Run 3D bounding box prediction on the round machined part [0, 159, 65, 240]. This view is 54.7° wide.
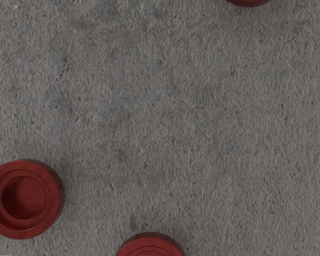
[{"bbox_3d":[-0.172,0.088,0.400,0.099,0.042,0.097,0,90,0],"label":"round machined part"}]

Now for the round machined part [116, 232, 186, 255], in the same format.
[{"bbox_3d":[-0.012,0.183,0.401,0.099,0.042,0.097,0,90,0],"label":"round machined part"}]

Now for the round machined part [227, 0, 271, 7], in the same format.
[{"bbox_3d":[0.115,-0.205,0.402,0.099,0.042,0.097,0,90,0],"label":"round machined part"}]
